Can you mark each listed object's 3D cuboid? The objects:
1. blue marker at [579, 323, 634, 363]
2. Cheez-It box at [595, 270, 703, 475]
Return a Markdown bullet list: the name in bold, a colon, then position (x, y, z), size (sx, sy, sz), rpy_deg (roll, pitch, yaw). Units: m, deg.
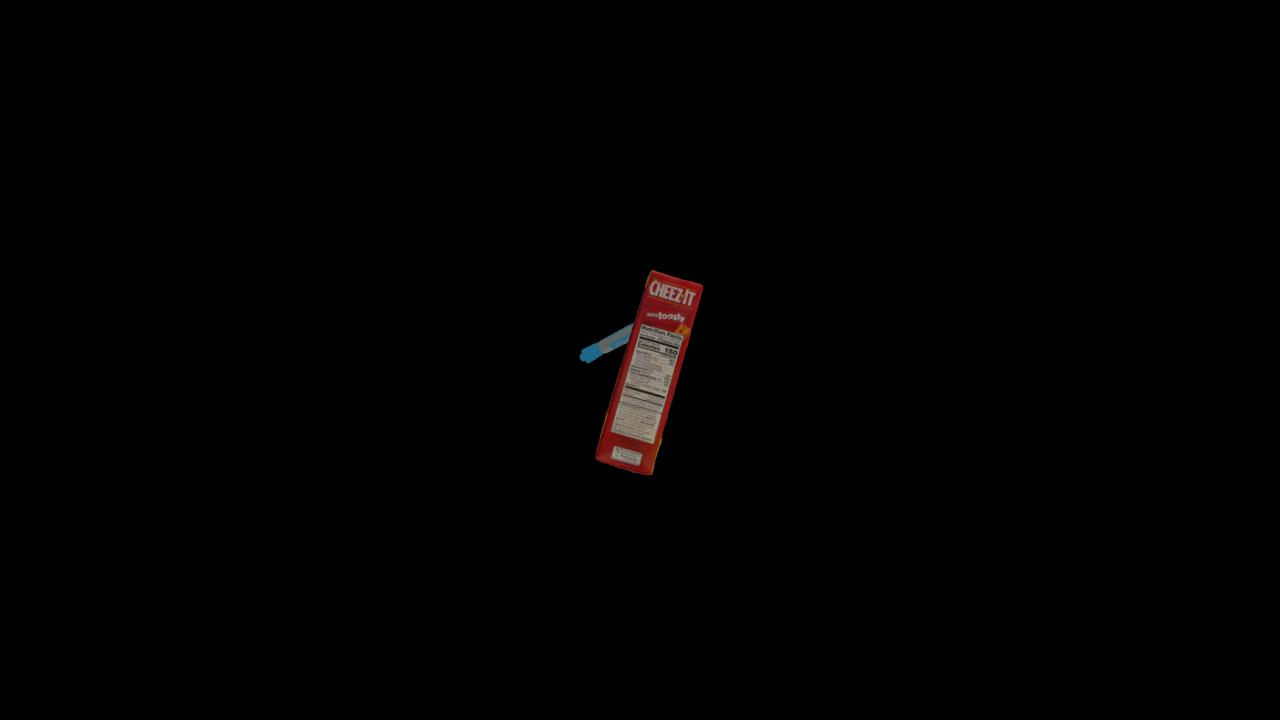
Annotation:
- **blue marker**: position (-0.019, -0.028, 0.723), size (0.121, 0.020, 0.020), rpy_deg (-27, -7, 15)
- **Cheez-It box**: position (0.009, 0.022, 0.745), size (0.071, 0.223, 0.166), rpy_deg (17, -9, 0)
